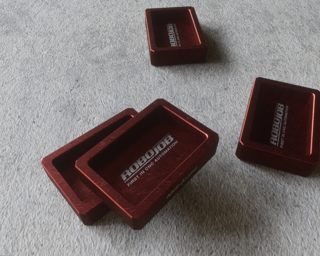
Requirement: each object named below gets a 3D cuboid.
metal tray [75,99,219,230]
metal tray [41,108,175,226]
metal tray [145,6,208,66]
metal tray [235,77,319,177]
[{"bbox_3d":[-0.011,0.031,0.333,0.090,0.030,0.131,35,58,25],"label":"metal tray"},{"bbox_3d":[-0.058,0.039,0.366,0.131,0.030,0.090,-34,58,-25],"label":"metal tray"},{"bbox_3d":[0.024,-0.162,0.535,0.091,0.030,0.130,-5,50,-4],"label":"metal tray"},{"bbox_3d":[0.158,-0.007,0.406,0.090,0.030,0.130,16,52,12],"label":"metal tray"}]
